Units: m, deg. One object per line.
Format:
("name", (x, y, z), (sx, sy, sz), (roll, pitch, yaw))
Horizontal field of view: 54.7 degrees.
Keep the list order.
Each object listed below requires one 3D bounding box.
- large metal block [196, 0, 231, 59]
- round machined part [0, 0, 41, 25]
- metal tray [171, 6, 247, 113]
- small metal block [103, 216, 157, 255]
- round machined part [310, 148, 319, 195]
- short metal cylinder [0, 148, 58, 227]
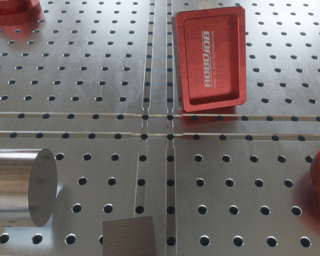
("large metal block", (0.085, -0.147, 0.477), (0.050, 0.079, 0.080), (22, 24, 17))
("round machined part", (-0.286, -0.244, 0.599), (0.099, 0.042, 0.098), (0, 50, 0))
("metal tray", (0.068, -0.092, 0.419), (0.091, 0.129, 0.030), (-9, 19, -7))
("small metal block", (-0.030, 0.119, 0.307), (0.050, 0.025, 0.050), (-5, 50, -5))
("round machined part", (0.219, 0.060, 0.347), (0.099, 0.042, 0.098), (0, 50, 0))
("short metal cylinder", (-0.144, 0.061, 0.320), (0.050, 0.080, 0.080), (0, 50, 0))
